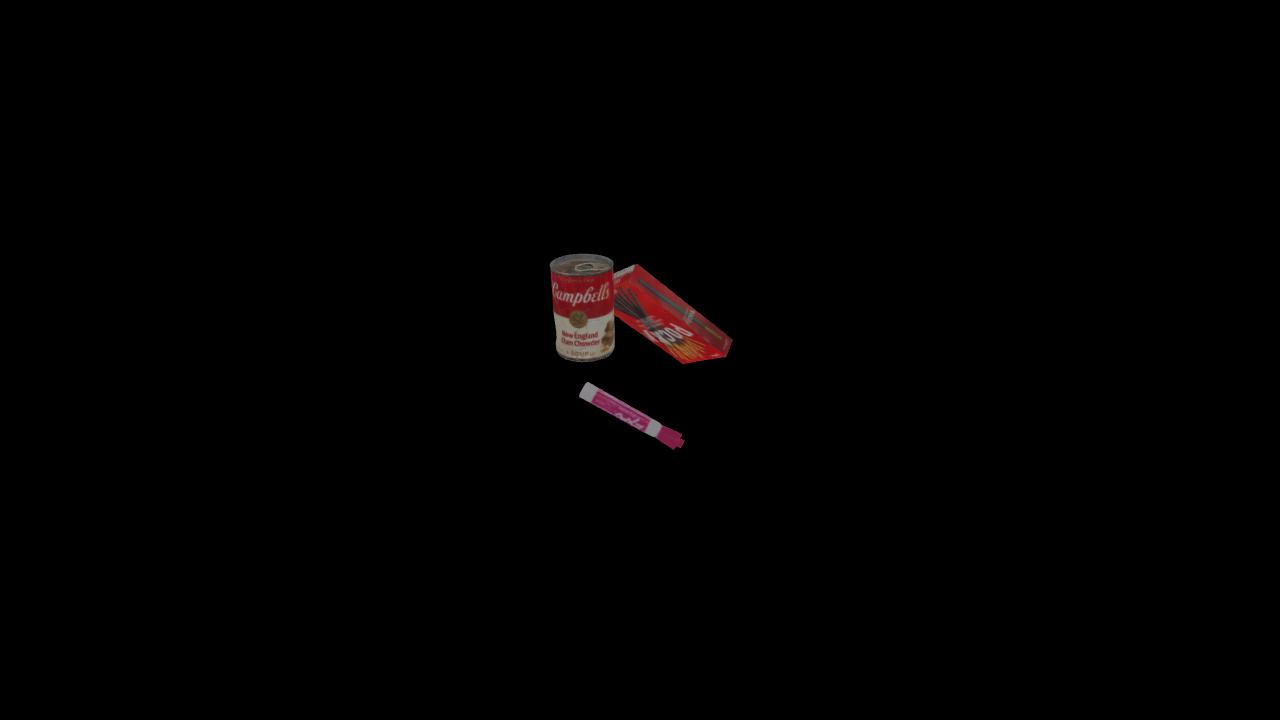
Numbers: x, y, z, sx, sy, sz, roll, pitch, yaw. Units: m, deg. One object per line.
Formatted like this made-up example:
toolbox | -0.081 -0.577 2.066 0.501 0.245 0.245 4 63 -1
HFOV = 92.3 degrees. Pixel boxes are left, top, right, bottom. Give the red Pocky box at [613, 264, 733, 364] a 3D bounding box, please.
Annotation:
red Pocky box | 0.026 -0.047 0.708 0.155 0.028 0.083 35 -26 -25

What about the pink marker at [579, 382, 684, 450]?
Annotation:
pink marker | -0.008 0.060 0.651 0.121 0.020 0.020 29 2 3

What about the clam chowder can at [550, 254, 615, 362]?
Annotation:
clam chowder can | -0.061 -0.057 0.669 0.068 0.102 0.068 0 28 0
